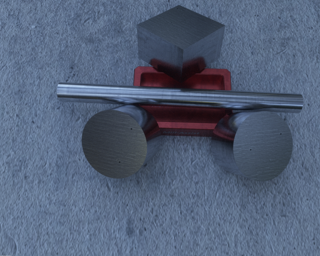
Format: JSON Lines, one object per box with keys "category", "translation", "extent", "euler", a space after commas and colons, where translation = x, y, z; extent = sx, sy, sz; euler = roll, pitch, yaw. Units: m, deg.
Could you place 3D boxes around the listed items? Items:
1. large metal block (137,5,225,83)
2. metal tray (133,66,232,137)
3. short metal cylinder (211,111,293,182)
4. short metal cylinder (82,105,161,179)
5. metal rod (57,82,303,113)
{"category": "large metal block", "translation": [0.027, -0.115, 0.415], "extent": [0.080, 0.050, 0.080], "euler": [36, 56, 28]}
{"category": "metal tray", "translation": [0.029, -0.036, 0.420], "extent": [0.131, 0.030, 0.090], "euler": [2, 70, 0]}
{"category": "short metal cylinder", "translation": [0.109, 0.020, 0.372], "extent": [0.081, 0.050, 0.079], "euler": [-1, 93, -19]}
{"category": "short metal cylinder", "translation": [-0.045, 0.014, 0.371], "extent": [0.080, 0.050, 0.079], "euler": [3, 102, 17]}
{"category": "metal rod", "translation": [0.024, -0.038, 0.392], "extent": [0.302, 0.025, 0.025], "euler": [3, 70, 1]}
